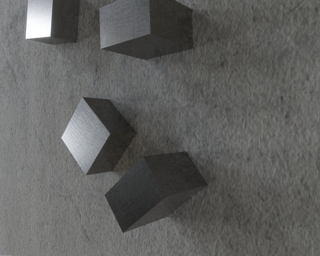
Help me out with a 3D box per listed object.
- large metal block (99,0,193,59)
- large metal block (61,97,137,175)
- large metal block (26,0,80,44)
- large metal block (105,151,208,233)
[{"bbox_3d":[-0.016,-0.122,0.380,0.080,0.081,0.050,-3,88,39],"label":"large metal block"},{"bbox_3d":[-0.093,0.011,0.463,0.080,0.050,0.080,48,118,29],"label":"large metal block"},{"bbox_3d":[-0.187,-0.192,0.540,0.080,0.050,0.079,10,96,39],"label":"large metal block"},{"bbox_3d":[-0.004,0.074,0.371,0.080,0.081,0.050,-46,63,30],"label":"large metal block"}]
